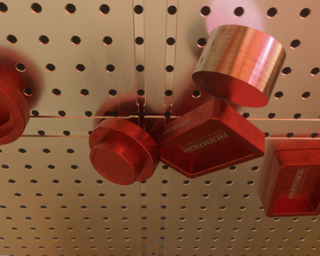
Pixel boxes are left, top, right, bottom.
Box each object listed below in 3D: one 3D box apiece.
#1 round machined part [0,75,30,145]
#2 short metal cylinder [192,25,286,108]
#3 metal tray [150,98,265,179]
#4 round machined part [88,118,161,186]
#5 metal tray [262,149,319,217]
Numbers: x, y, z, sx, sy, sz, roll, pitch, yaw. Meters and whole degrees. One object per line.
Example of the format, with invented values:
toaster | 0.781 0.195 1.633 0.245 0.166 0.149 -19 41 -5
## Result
round machined part | -0.207 -0.028 0.374 0.099 0.042 0.097 0 130 0
short metal cylinder | 0.080 -0.061 0.317 0.080 0.080 0.050 26 82 -21
metal tray | 0.055 0.020 0.400 0.090 0.030 0.130 33 141 -26
round machined part | -0.053 0.038 0.408 0.098 0.042 0.097 17 136 17
metal tray | 0.219 0.090 0.488 0.091 0.030 0.129 -3 130 1
